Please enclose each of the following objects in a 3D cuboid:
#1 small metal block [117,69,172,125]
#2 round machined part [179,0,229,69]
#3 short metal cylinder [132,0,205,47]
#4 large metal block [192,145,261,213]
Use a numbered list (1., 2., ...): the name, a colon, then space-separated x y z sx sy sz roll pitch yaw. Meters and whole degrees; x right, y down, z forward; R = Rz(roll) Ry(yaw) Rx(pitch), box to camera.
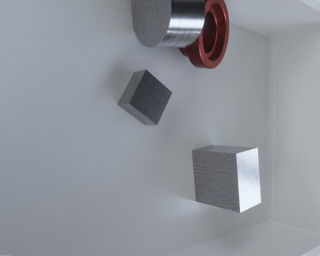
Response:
1. small metal block: -0.018 -0.038 0.393 0.050 0.025 0.050 38 67 -34
2. round machined part: 0.058 -0.134 0.433 0.099 0.042 0.097 -25 120 -52
3. short metal cylinder: 0.009 -0.139 0.377 0.050 0.080 0.079 -10 97 -35
4. large metal block: 0.096 0.070 0.455 0.050 0.080 0.079 -9 96 -40
